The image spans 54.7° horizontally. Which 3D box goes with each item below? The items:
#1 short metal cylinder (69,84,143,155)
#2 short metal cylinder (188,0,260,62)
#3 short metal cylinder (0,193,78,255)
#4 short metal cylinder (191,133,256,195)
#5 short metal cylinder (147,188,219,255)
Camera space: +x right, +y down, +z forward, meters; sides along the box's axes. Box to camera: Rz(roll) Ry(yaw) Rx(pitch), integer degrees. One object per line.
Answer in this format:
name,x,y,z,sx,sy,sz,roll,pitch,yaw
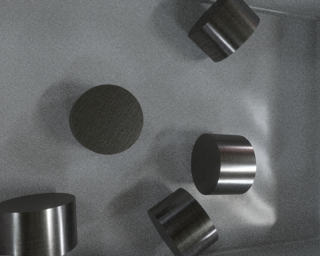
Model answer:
short metal cylinder,-0.066,-0.010,0.373,0.081,0.050,0.080,0,90,-20
short metal cylinder,0.083,-0.134,0.412,0.050,0.080,0.080,40,77,-16
short metal cylinder,-0.131,0.104,0.333,0.081,0.080,0.050,-3,91,-20
short metal cylinder,0.082,0.048,0.411,0.050,0.080,0.080,4,89,-20
short metal cylinder,0.028,0.123,0.392,0.050,0.080,0.080,-32,101,-17
